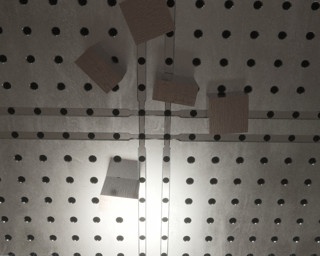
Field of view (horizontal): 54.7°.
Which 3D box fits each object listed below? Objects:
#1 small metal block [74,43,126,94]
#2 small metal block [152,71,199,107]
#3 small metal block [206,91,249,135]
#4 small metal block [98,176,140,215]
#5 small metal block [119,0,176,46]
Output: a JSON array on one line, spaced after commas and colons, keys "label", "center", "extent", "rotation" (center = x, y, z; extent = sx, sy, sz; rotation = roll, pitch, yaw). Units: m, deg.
[{"label": "small metal block", "center": [-0.069, -0.073, 0.372], "extent": [0.025, 0.050, 0.050], "rotation": [-41, 105, 13]}, {"label": "small metal block", "center": [0.018, -0.049, 0.382], "extent": [0.050, 0.050, 0.025], "rotation": [9, 110, -4]}, {"label": "small metal block", "center": [0.088, -0.020, 0.407], "extent": [0.050, 0.025, 0.050], "rotation": [-4, 110, 1]}, {"label": "small metal block", "center": [-0.056, 0.094, 0.434], "extent": [0.050, 0.050, 0.025], "rotation": [8, 110, -3]}, {"label": "small metal block", "center": [-0.014, -0.131, 0.365], "extent": [0.050, 0.025, 0.050], "rotation": [-21, 109, 7]}]
